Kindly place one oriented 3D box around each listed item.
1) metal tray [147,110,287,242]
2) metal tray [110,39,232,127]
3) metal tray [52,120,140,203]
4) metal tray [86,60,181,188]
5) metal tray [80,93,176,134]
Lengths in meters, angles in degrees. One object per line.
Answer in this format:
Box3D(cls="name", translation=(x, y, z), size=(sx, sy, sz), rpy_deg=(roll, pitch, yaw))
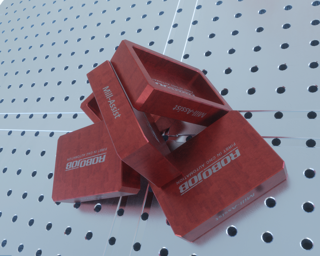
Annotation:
Box3D(cls="metal tray", translation=(0.058, 0.050, 0.342), size=(0.130, 0.030, 0.090), rpy_deg=(-35, 51, 4))
Box3D(cls="metal tray", translation=(0.016, -0.049, 0.362), size=(0.030, 0.131, 0.090), rpy_deg=(-53, 46, 28))
Box3D(cls="metal tray", translation=(-0.082, 0.043, 0.389), size=(0.130, 0.030, 0.090), rpy_deg=(-17, 65, 36))
Box3D(cls="metal tray", translation=(-0.030, -0.006, 0.345), size=(0.030, 0.090, 0.130), rpy_deg=(-33, 52, 6))
Box3D(cls="metal tray", translation=(-0.048, -0.025, 0.443), size=(0.090, 0.030, 0.130), rpy_deg=(-45, 51, -4))
